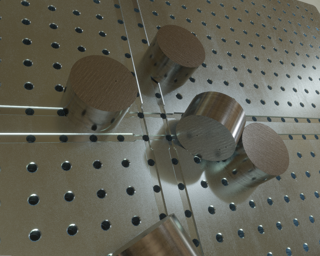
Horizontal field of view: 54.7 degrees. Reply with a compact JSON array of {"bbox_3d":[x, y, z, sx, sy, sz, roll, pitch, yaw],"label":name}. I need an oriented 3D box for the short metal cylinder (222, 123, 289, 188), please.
[{"bbox_3d":[0.135,0.039,0.444,0.081,0.050,0.080,14,56,-21],"label":"short metal cylinder"}]

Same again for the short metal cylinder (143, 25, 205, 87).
[{"bbox_3d":[0.021,-0.109,0.472,0.081,0.050,0.080,14,56,-21],"label":"short metal cylinder"}]

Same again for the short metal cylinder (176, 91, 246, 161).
[{"bbox_3d":[0.068,-0.002,0.413,0.080,0.080,0.050,37,51,-4],"label":"short metal cylinder"}]

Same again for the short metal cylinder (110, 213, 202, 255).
[{"bbox_3d":[-0.006,0.125,0.294,0.081,0.080,0.050,-26,76,-37],"label":"short metal cylinder"}]

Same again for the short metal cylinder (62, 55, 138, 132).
[{"bbox_3d":[-0.074,-0.042,0.379,0.081,0.050,0.080,14,56,-21],"label":"short metal cylinder"}]
